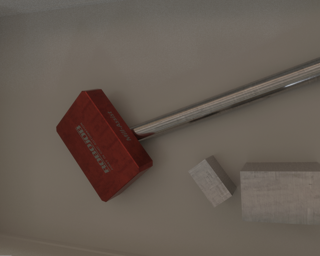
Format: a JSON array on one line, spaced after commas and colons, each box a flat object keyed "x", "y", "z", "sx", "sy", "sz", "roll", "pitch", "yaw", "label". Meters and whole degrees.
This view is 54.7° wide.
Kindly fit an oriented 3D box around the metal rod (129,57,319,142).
[{"x": 0.066, "y": -0.026, "z": 0.386, "sx": 0.300, "sy": 0.025, "sz": 0.025, "roll": -20, "pitch": 84, "yaw": 18, "label": "metal rod"}]

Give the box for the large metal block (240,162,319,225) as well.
[{"x": 0.133, "y": 0.066, "z": 0.334, "sx": 0.080, "sy": 0.080, "sz": 0.050, "roll": -3, "pitch": 89, "yaw": 19, "label": "large metal block"}]

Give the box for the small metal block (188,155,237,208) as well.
[{"x": 0.065, "y": 0.062, "z": 0.374, "sx": 0.025, "sy": 0.050, "sz": 0.050, "roll": -39, "pitch": 78, "yaw": 16, "label": "small metal block"}]

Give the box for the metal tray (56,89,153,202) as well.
[{"x": -0.079, "y": 0.023, "z": 0.420, "sx": 0.090, "sy": 0.030, "sz": 0.130, "roll": -44, "pitch": 76, "yaw": 34, "label": "metal tray"}]
